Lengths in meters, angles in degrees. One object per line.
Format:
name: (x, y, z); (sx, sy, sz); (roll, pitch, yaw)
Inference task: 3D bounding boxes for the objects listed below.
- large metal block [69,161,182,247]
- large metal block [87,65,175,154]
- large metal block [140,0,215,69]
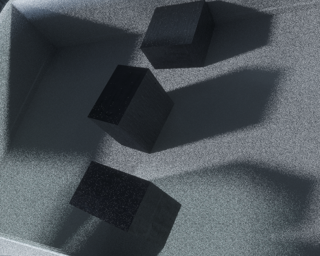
large metal block: (-0.035, 0.083, 0.338); (0.080, 0.080, 0.050); (13, 69, 33)
large metal block: (-0.034, -0.024, 0.403); (0.050, 0.080, 0.080); (14, 69, 34)
large metal block: (0.028, -0.136, 0.458); (0.080, 0.050, 0.080); (4, 63, 30)
